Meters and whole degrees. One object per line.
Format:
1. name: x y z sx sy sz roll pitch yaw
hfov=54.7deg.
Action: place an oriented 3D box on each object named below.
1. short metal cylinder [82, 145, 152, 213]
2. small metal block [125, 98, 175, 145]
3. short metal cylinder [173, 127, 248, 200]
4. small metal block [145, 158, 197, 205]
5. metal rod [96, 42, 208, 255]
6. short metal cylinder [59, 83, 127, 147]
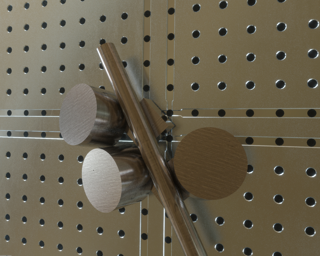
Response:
1. short metal cylinder: -0.057 0.063 0.401 0.080 0.050 0.079 5 97 42
2. small metal block: -0.018 -0.004 0.415 0.050 0.025 0.050 -45 76 14
3. short metal cylinder: 0.056 0.044 0.362 0.081 0.050 0.080 0 75 1
4. small metal block: 0.017 0.073 0.402 0.050 0.025 0.050 -42 77 15
5. metal rod: -0.012 0.029 0.385 0.025 0.025 0.299 -27 81 18
6. short metal cylinder: -0.089 -0.014 0.412 0.080 0.050 0.080 -9 76 39
